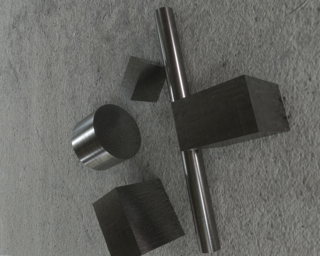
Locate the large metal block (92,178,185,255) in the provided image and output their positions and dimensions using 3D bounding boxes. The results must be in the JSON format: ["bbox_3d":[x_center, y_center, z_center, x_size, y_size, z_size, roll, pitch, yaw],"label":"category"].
[{"bbox_3d":[-0.026,0.116,0.391,0.050,0.081,0.080,-39,66,33],"label":"large metal block"}]

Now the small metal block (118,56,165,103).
[{"bbox_3d":[-0.021,-0.063,0.406,0.025,0.050,0.050,34,111,35],"label":"small metal block"}]

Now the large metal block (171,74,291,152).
[{"bbox_3d":[0.071,-0.011,0.310,0.080,0.081,0.050,-18,79,38],"label":"large metal block"}]

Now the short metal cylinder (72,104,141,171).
[{"bbox_3d":[-0.073,0.013,0.430,0.050,0.081,0.080,-29,72,36],"label":"short metal cylinder"}]

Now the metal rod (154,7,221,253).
[{"bbox_3d":[0.031,-0.005,0.379,0.025,0.025,0.298,-17,79,39],"label":"metal rod"}]
